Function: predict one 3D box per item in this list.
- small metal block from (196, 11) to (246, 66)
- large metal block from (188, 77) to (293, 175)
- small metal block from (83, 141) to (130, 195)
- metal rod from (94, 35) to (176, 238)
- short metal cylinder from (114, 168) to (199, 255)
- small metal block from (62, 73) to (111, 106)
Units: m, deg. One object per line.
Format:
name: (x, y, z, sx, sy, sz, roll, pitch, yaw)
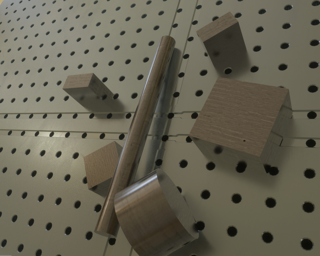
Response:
small metal block: (0.084, -0.120, 0.421, 0.050, 0.050, 0.025, -29, 52, 10)
large metal block: (0.092, -0.004, 0.346, 0.080, 0.050, 0.080, 17, 70, 34)
small metal block: (-0.070, 0.053, 0.411, 0.050, 0.025, 0.050, -28, 52, 10)
metal rod: (-0.023, -0.010, 0.408, 0.025, 0.025, 0.300, -1, 56, 27)
short metal cylinder: (-0.003, 0.089, 0.319, 0.050, 0.080, 0.080, -32, 52, 7)
small metal block: (-0.114, -0.059, 0.486, 0.050, 0.050, 0.025, -1, 62, 27)
